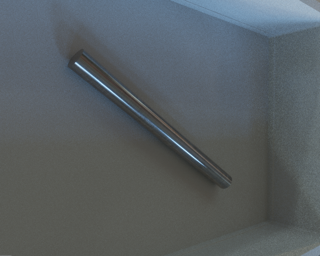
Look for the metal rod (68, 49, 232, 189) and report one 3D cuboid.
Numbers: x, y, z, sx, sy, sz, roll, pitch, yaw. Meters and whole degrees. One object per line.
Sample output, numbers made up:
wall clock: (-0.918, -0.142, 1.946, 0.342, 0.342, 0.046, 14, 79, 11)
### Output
metal rod: (0.007, 0.005, 0.412, 0.301, 0.025, 0.025, 40, 66, -33)
